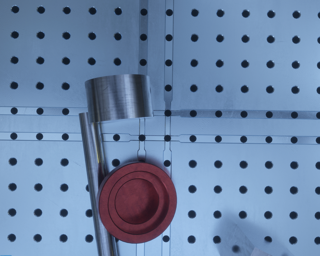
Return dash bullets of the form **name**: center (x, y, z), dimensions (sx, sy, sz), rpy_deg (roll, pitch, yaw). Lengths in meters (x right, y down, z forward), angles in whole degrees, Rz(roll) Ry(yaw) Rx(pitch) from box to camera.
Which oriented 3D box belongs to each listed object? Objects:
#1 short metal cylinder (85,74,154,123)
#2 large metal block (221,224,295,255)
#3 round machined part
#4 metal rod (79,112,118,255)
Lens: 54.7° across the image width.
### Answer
- **short metal cylinder**: center (-0.050, -0.034, 0.385), dimensions (0.081, 0.080, 0.050), rpy_deg (-6, 90, -1)
- **large metal block**: center (0.131, 0.173, 0.388), dimensions (0.080, 0.080, 0.050), rpy_deg (27, 90, -1)
- **round machined part**: center (-0.032, 0.092, 0.395), dimensions (0.099, 0.042, 0.097), rpy_deg (2, 85, -19)
- **metal rod**: center (-0.075, 0.127, 0.412), dimensions (0.025, 0.025, 0.298), rpy_deg (-8, 90, 0)
